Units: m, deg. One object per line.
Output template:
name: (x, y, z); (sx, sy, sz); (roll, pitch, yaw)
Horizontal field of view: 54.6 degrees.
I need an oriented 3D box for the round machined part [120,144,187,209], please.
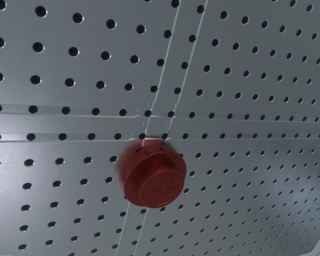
round machined part: (-0.004, 0.075, 0.444); (0.099, 0.042, 0.097); (-14, 124, -21)
